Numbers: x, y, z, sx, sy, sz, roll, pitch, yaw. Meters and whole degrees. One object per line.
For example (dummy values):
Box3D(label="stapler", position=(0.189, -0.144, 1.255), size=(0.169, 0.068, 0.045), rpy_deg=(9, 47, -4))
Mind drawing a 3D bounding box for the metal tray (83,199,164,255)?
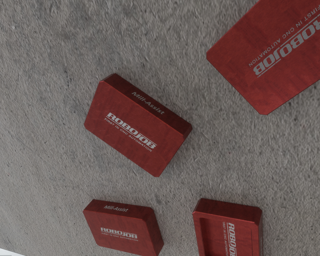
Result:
Box3D(label="metal tray", position=(-0.065, 0.177, 0.547), size=(0.130, 0.030, 0.089), rpy_deg=(0, 119, 28))

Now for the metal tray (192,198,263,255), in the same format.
Box3D(label="metal tray", position=(0.102, 0.168, 0.453), size=(0.090, 0.030, 0.129), rpy_deg=(3, 120, 26))

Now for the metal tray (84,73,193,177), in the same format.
Box3D(label="metal tray", position=(-0.033, -0.002, 0.420), size=(0.130, 0.030, 0.089), rpy_deg=(35, 129, 5))

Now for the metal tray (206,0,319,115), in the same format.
Box3D(label="metal tray", position=(0.119, -0.082, 0.290), size=(0.090, 0.030, 0.129), rpy_deg=(45, 129, -4))
